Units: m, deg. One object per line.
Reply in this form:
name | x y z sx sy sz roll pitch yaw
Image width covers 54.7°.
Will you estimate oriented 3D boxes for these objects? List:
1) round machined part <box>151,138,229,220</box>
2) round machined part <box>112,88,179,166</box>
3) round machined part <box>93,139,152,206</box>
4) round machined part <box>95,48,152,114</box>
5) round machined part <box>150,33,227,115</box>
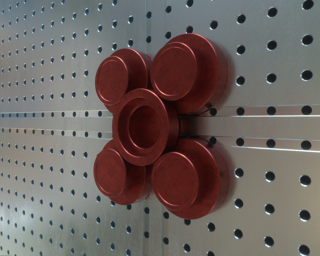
round machined part | 0.028 0.061 0.372 0.098 0.042 0.097 0 90 39
round machined part | -0.014 -0.001 0.406 0.098 0.042 0.097 0 90 39
round machined part | -0.058 0.062 0.444 0.098 0.042 0.097 0 90 39
round machined part | -0.055 -0.065 0.440 0.098 0.042 0.097 0 90 39
round machined part | 0.027 -0.065 0.374 0.098 0.042 0.097 0 90 39
